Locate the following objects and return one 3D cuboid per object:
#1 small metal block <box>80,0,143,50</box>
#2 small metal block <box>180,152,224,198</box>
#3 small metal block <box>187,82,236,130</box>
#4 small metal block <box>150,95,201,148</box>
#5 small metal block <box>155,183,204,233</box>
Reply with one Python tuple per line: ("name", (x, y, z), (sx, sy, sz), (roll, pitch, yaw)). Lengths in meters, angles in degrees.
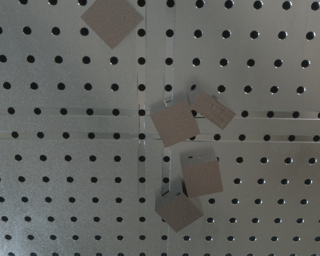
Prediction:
("small metal block", (-0.055, -0.129, 0.365), (0.050, 0.025, 0.050), (-41, 106, 13))
("small metal block", (0.059, 0.067, 0.439), (0.050, 0.025, 0.050), (-12, 110, 4))
("small metal block", (0.063, -0.029, 0.390), (0.050, 0.050, 0.025), (33, 107, -12))
("small metal block", (0.020, -0.009, 0.411), (0.050, 0.025, 0.050), (-23, 109, 8))
("small metal block", (0.028, 0.118, 0.458), (0.050, 0.025, 0.050), (-37, 107, 12))
